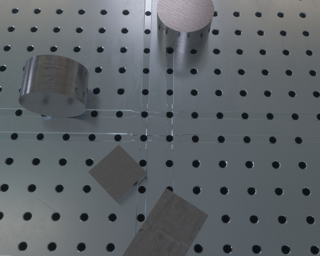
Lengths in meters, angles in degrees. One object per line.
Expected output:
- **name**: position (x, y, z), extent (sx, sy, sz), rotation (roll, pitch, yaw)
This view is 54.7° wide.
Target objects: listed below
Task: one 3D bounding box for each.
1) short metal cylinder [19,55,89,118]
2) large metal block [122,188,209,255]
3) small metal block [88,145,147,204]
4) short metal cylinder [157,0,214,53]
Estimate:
- **short metal cylinder**: position (-0.135, -0.051, 0.400), extent (0.081, 0.080, 0.050), rotation (1, 70, 0)
- **large metal block**: position (0.006, 0.119, 0.339), extent (0.050, 0.080, 0.080), rotation (32, 73, 11)
- **small metal block**: position (-0.052, 0.058, 0.390), extent (0.050, 0.025, 0.050), rotation (-43, 76, -14)
- **short metal cylinder**: position (0.036, -0.159, 0.457), extent (0.081, 0.050, 0.080), rotation (0, 70, 0)
